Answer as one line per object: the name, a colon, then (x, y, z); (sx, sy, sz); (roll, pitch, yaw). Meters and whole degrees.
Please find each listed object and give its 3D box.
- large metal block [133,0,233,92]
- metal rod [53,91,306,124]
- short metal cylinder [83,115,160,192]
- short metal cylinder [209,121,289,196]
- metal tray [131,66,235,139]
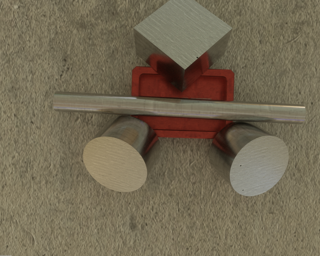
large metal block: (0.026, -0.105, 0.377); (0.080, 0.050, 0.080); (42, 73, 15)
metal rod: (0.024, -0.025, 0.381); (0.302, 0.025, 0.025); (3, 90, -1)
short metal cylinder: (-0.045, 0.031, 0.380); (0.080, 0.050, 0.079); (9, 123, 15)
short metal cylinder: (0.109, 0.036, 0.383); (0.081, 0.050, 0.079); (-8, 114, -18)
metal tray: (0.029, -0.032, 0.409); (0.131, 0.030, 0.089); (2, 90, 0)
